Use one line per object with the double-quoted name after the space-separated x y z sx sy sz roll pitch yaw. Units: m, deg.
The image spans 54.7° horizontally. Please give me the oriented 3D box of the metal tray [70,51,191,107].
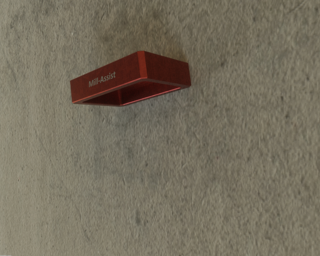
-0.039 -0.056 0.392 0.130 0.091 0.030 -12 83 39 "metal tray"
